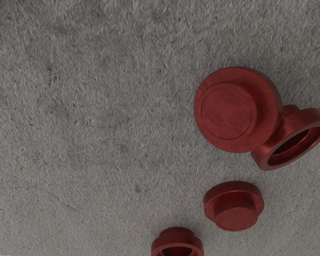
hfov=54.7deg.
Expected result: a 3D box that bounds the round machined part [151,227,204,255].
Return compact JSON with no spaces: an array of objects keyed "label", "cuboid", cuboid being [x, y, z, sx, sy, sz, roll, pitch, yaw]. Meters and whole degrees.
[{"label":"round machined part","cuboid":[0.033,0.224,0.587,0.099,0.042,0.097,0,130,0]}]

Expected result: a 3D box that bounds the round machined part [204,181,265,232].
[{"label":"round machined part","cuboid":[0.123,0.135,0.512,0.099,0.042,0.097,0,130,0]}]

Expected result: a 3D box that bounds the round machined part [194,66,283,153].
[{"label":"round machined part","cuboid":[0.081,-0.019,0.345,0.098,0.042,0.097,9,106,32]}]

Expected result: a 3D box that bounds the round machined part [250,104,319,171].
[{"label":"round machined part","cuboid":[0.156,0.008,0.388,0.099,0.042,0.098,-20,146,-13]}]
